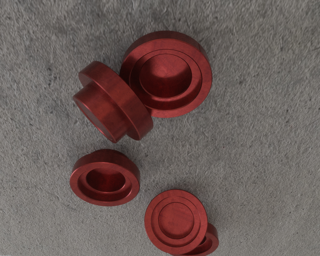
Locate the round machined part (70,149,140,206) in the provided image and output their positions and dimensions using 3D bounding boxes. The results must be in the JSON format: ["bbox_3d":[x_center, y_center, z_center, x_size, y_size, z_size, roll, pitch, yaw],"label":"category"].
[{"bbox_3d":[-0.078,0.069,0.454,0.099,0.042,0.097,0,130,0],"label":"round machined part"}]

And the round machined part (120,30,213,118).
[{"bbox_3d":[0.006,-0.062,0.343,0.099,0.042,0.097,0,130,0],"label":"round machined part"}]

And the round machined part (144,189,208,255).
[{"bbox_3d":[0.027,0.148,0.498,0.098,0.098,0.042,-7,169,6],"label":"round machined part"}]

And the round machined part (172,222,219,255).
[{"bbox_3d":[0.054,0.192,0.560,0.099,0.042,0.097,0,130,0],"label":"round machined part"}]

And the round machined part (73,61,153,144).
[{"bbox_3d":[-0.056,-0.021,0.338,0.042,0.098,0.098,-43,127,-15],"label":"round machined part"}]
